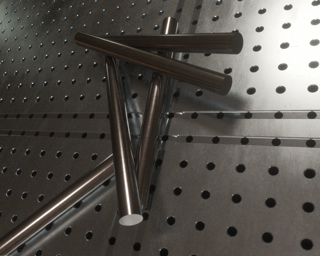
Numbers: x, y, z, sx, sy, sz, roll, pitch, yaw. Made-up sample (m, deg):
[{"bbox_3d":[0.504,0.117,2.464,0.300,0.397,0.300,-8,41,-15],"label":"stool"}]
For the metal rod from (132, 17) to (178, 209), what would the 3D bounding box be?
[{"bbox_3d":[-0.006,-0.039,0.433,0.025,0.025,0.299,-5,59,25],"label":"metal rod"}]

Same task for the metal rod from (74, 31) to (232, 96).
[{"bbox_3d":[-0.030,-0.103,0.452,0.300,0.025,0.025,26,76,37],"label":"metal rod"}]

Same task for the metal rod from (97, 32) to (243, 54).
[{"bbox_3d":[-0.015,-0.127,0.461,0.300,0.025,0.025,15,69,44],"label":"metal rod"}]

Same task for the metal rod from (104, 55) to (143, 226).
[{"bbox_3d":[-0.057,-0.012,0.423,0.025,0.025,0.300,-25,47,12],"label":"metal rod"}]

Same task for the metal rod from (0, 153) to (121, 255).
[{"bbox_3d":[-0.168,0.128,0.415,0.300,0.025,0.025,-37,51,2],"label":"metal rod"}]
